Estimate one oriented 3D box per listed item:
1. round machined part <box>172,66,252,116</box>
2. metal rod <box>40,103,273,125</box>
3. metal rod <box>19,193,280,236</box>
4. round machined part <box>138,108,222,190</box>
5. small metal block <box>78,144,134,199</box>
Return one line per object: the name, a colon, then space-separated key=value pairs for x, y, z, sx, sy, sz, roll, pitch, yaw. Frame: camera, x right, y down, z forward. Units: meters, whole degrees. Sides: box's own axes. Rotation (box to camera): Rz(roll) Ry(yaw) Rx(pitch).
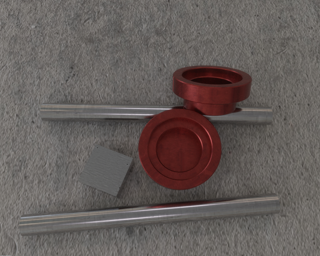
round machined part: x=0.065 y=-0.048 z=0.399 sx=0.099 sy=0.042 sz=0.098 roll=1 pitch=26 yaw=0
metal rod: x=-0.004 y=-0.019 z=0.414 sx=0.302 sy=0.025 sz=0.025 roll=1 pitch=70 yaw=0
metal rod: x=-0.010 y=0.103 z=0.370 sx=0.302 sy=0.025 sz=0.025 roll=-4 pitch=70 yaw=-2
round machined part: x=0.023 y=0.028 z=0.386 sx=0.099 sy=0.042 sz=0.098 roll=0 pitch=76 yaw=0
small metal block: x=-0.066 y=0.055 z=0.388 sx=0.050 sy=0.025 sz=0.050 roll=20 pitch=71 yaw=7
